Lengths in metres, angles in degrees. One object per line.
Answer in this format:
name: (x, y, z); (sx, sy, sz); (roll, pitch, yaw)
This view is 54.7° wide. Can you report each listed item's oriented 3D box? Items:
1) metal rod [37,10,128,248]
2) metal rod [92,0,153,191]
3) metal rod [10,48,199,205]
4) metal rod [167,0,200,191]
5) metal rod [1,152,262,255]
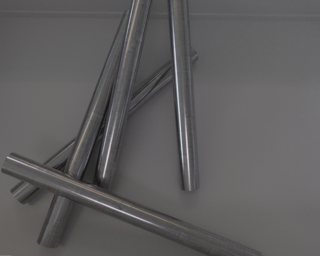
metal rod: (-0.083, -0.005, 0.380); (0.025, 0.025, 0.299); (18, 82, 6)
metal rod: (-0.040, -0.065, 0.373); (0.025, 0.025, 0.298); (13, 93, 4)
metal rod: (-0.063, -0.012, 0.413); (0.301, 0.025, 0.025); (-41, 75, -14)
metal rod: (0.026, -0.074, 0.373); (0.025, 0.025, 0.298); (-4, 94, -2)
metal rod: (-0.028, 0.096, 0.348); (0.301, 0.025, 0.025); (23, 71, -3)
